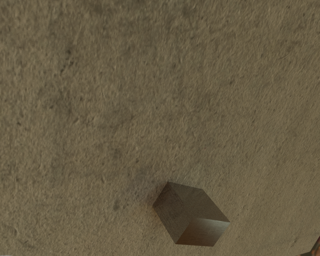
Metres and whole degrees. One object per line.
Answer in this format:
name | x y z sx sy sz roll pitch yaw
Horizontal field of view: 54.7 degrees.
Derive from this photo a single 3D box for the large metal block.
large metal block | 0.047 0.134 0.482 0.080 0.080 0.050 20 108 -36
